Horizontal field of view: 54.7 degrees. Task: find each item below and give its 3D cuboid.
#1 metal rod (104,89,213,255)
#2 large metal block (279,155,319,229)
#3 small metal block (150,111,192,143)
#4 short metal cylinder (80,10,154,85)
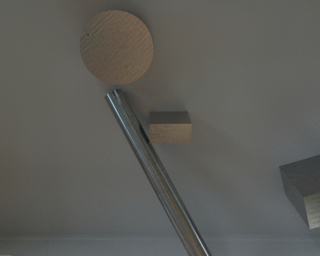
[{"bbox_3d":[0.012,0.086,0.380,0.025,0.025,0.299,-30,84,10],"label":"metal rod"},{"bbox_3d":[0.218,0.080,0.415,0.080,0.080,0.050,-17,109,6],"label":"large metal block"},{"bbox_3d":[0.013,-0.002,0.398,0.050,0.050,0.025,0,110,-1],"label":"small metal block"},{"bbox_3d":[-0.047,-0.095,0.362,0.081,0.050,0.079,0,110,-1],"label":"short metal cylinder"}]
